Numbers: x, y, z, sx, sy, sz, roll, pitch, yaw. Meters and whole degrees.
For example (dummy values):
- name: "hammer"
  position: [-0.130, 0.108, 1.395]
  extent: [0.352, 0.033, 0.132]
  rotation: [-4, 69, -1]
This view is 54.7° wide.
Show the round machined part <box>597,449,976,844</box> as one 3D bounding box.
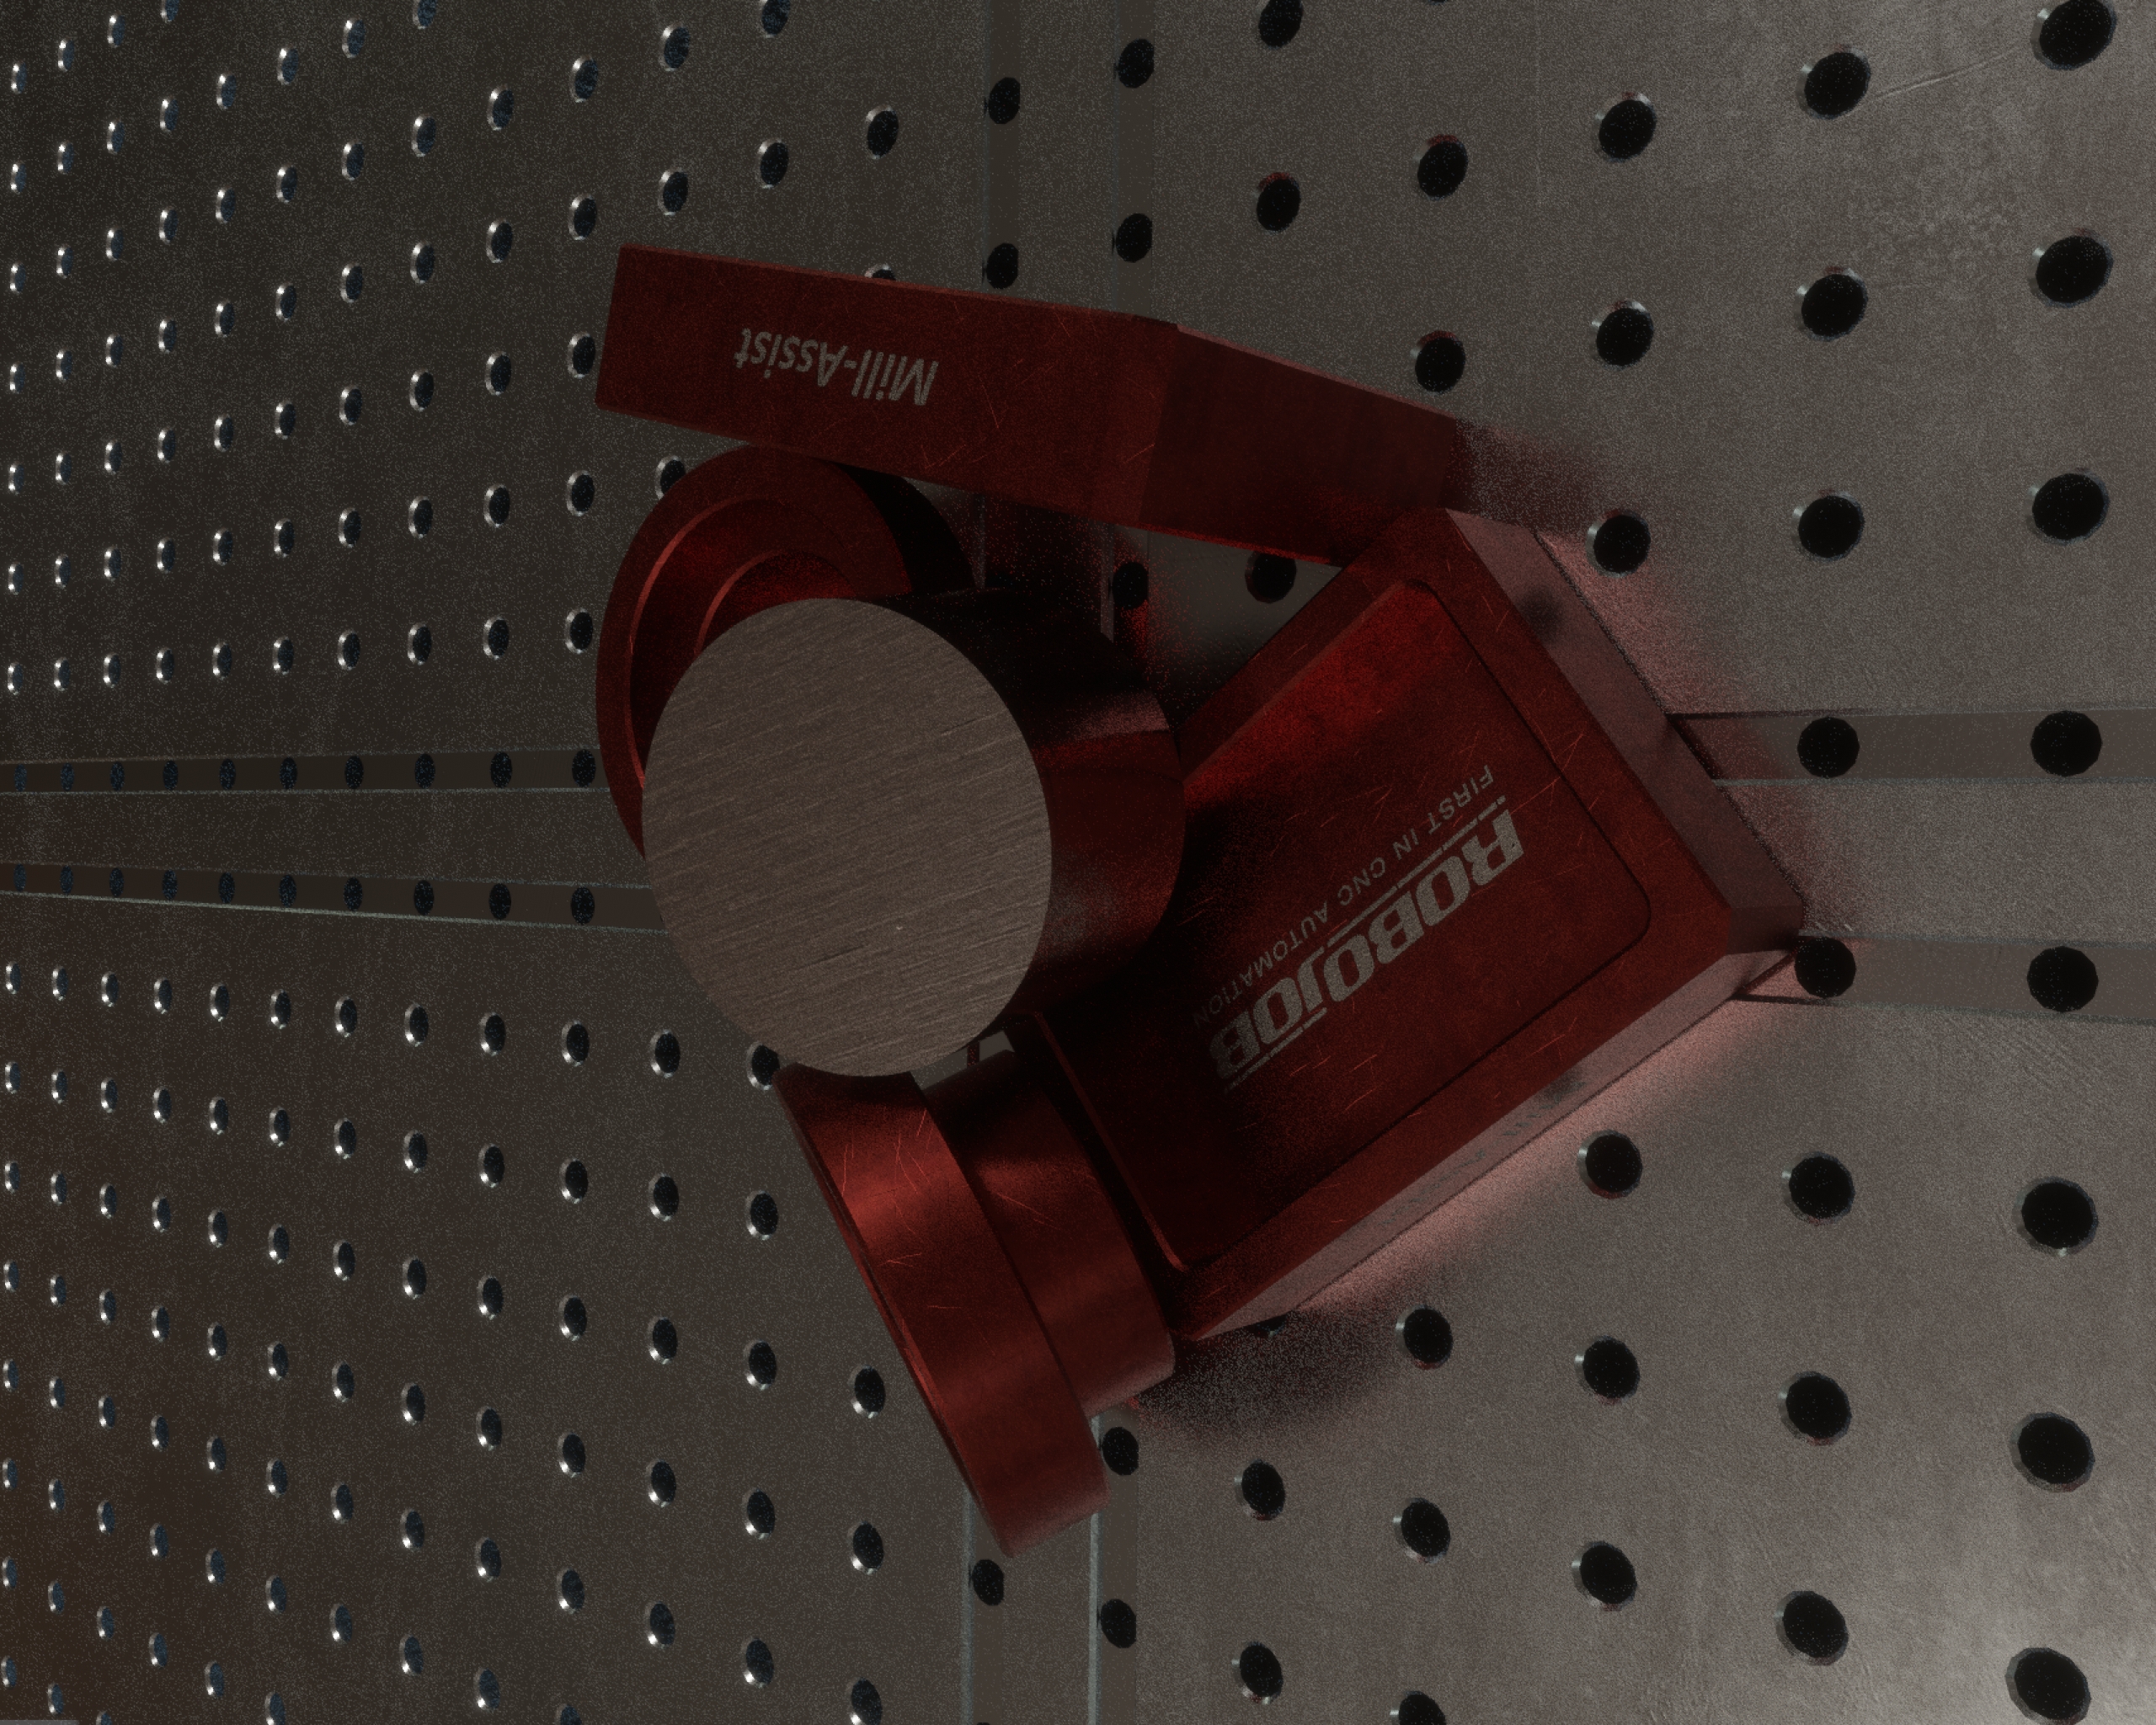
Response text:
- name: "round machined part"
  position: [-0.054, -0.037, 0.441]
  extent: [0.098, 0.042, 0.097]
  rotation: [0, 90, 39]

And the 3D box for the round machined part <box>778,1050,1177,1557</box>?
- name: "round machined part"
  position: [-0.016, 0.074, 0.387]
  extent: [0.098, 0.042, 0.098]
  rotation: [59, 168, 23]

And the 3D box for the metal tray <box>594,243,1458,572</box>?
- name: "metal tray"
  position: [-0.011, -0.081, 0.374]
  extent: [0.130, 0.091, 0.030]
  rotation: [20, 103, 38]

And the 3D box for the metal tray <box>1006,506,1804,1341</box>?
- name: "metal tray"
  position: [0.046, 0.013, 0.365]
  extent: [0.129, 0.030, 0.090]
  rotation: [-44, 64, 31]

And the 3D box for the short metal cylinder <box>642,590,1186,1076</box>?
- name: "short metal cylinder"
  position: [-0.028, -0.007, 0.366]
  extent: [0.080, 0.050, 0.079]
  rotation: [5, 101, 27]
